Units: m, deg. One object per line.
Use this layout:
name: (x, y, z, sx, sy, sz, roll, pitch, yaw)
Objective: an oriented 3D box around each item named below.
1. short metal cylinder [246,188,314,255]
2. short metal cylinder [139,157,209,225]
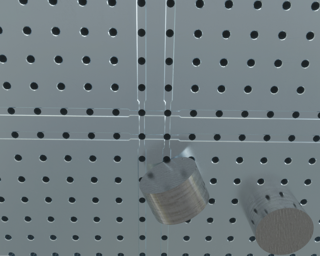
short metal cylinder: (0.173, 0.136, 0.453, 0.081, 0.050, 0.079, 0, 110, -1)
short metal cylinder: (0.019, 0.082, 0.415, 0.080, 0.080, 0.050, -22, 109, 7)
